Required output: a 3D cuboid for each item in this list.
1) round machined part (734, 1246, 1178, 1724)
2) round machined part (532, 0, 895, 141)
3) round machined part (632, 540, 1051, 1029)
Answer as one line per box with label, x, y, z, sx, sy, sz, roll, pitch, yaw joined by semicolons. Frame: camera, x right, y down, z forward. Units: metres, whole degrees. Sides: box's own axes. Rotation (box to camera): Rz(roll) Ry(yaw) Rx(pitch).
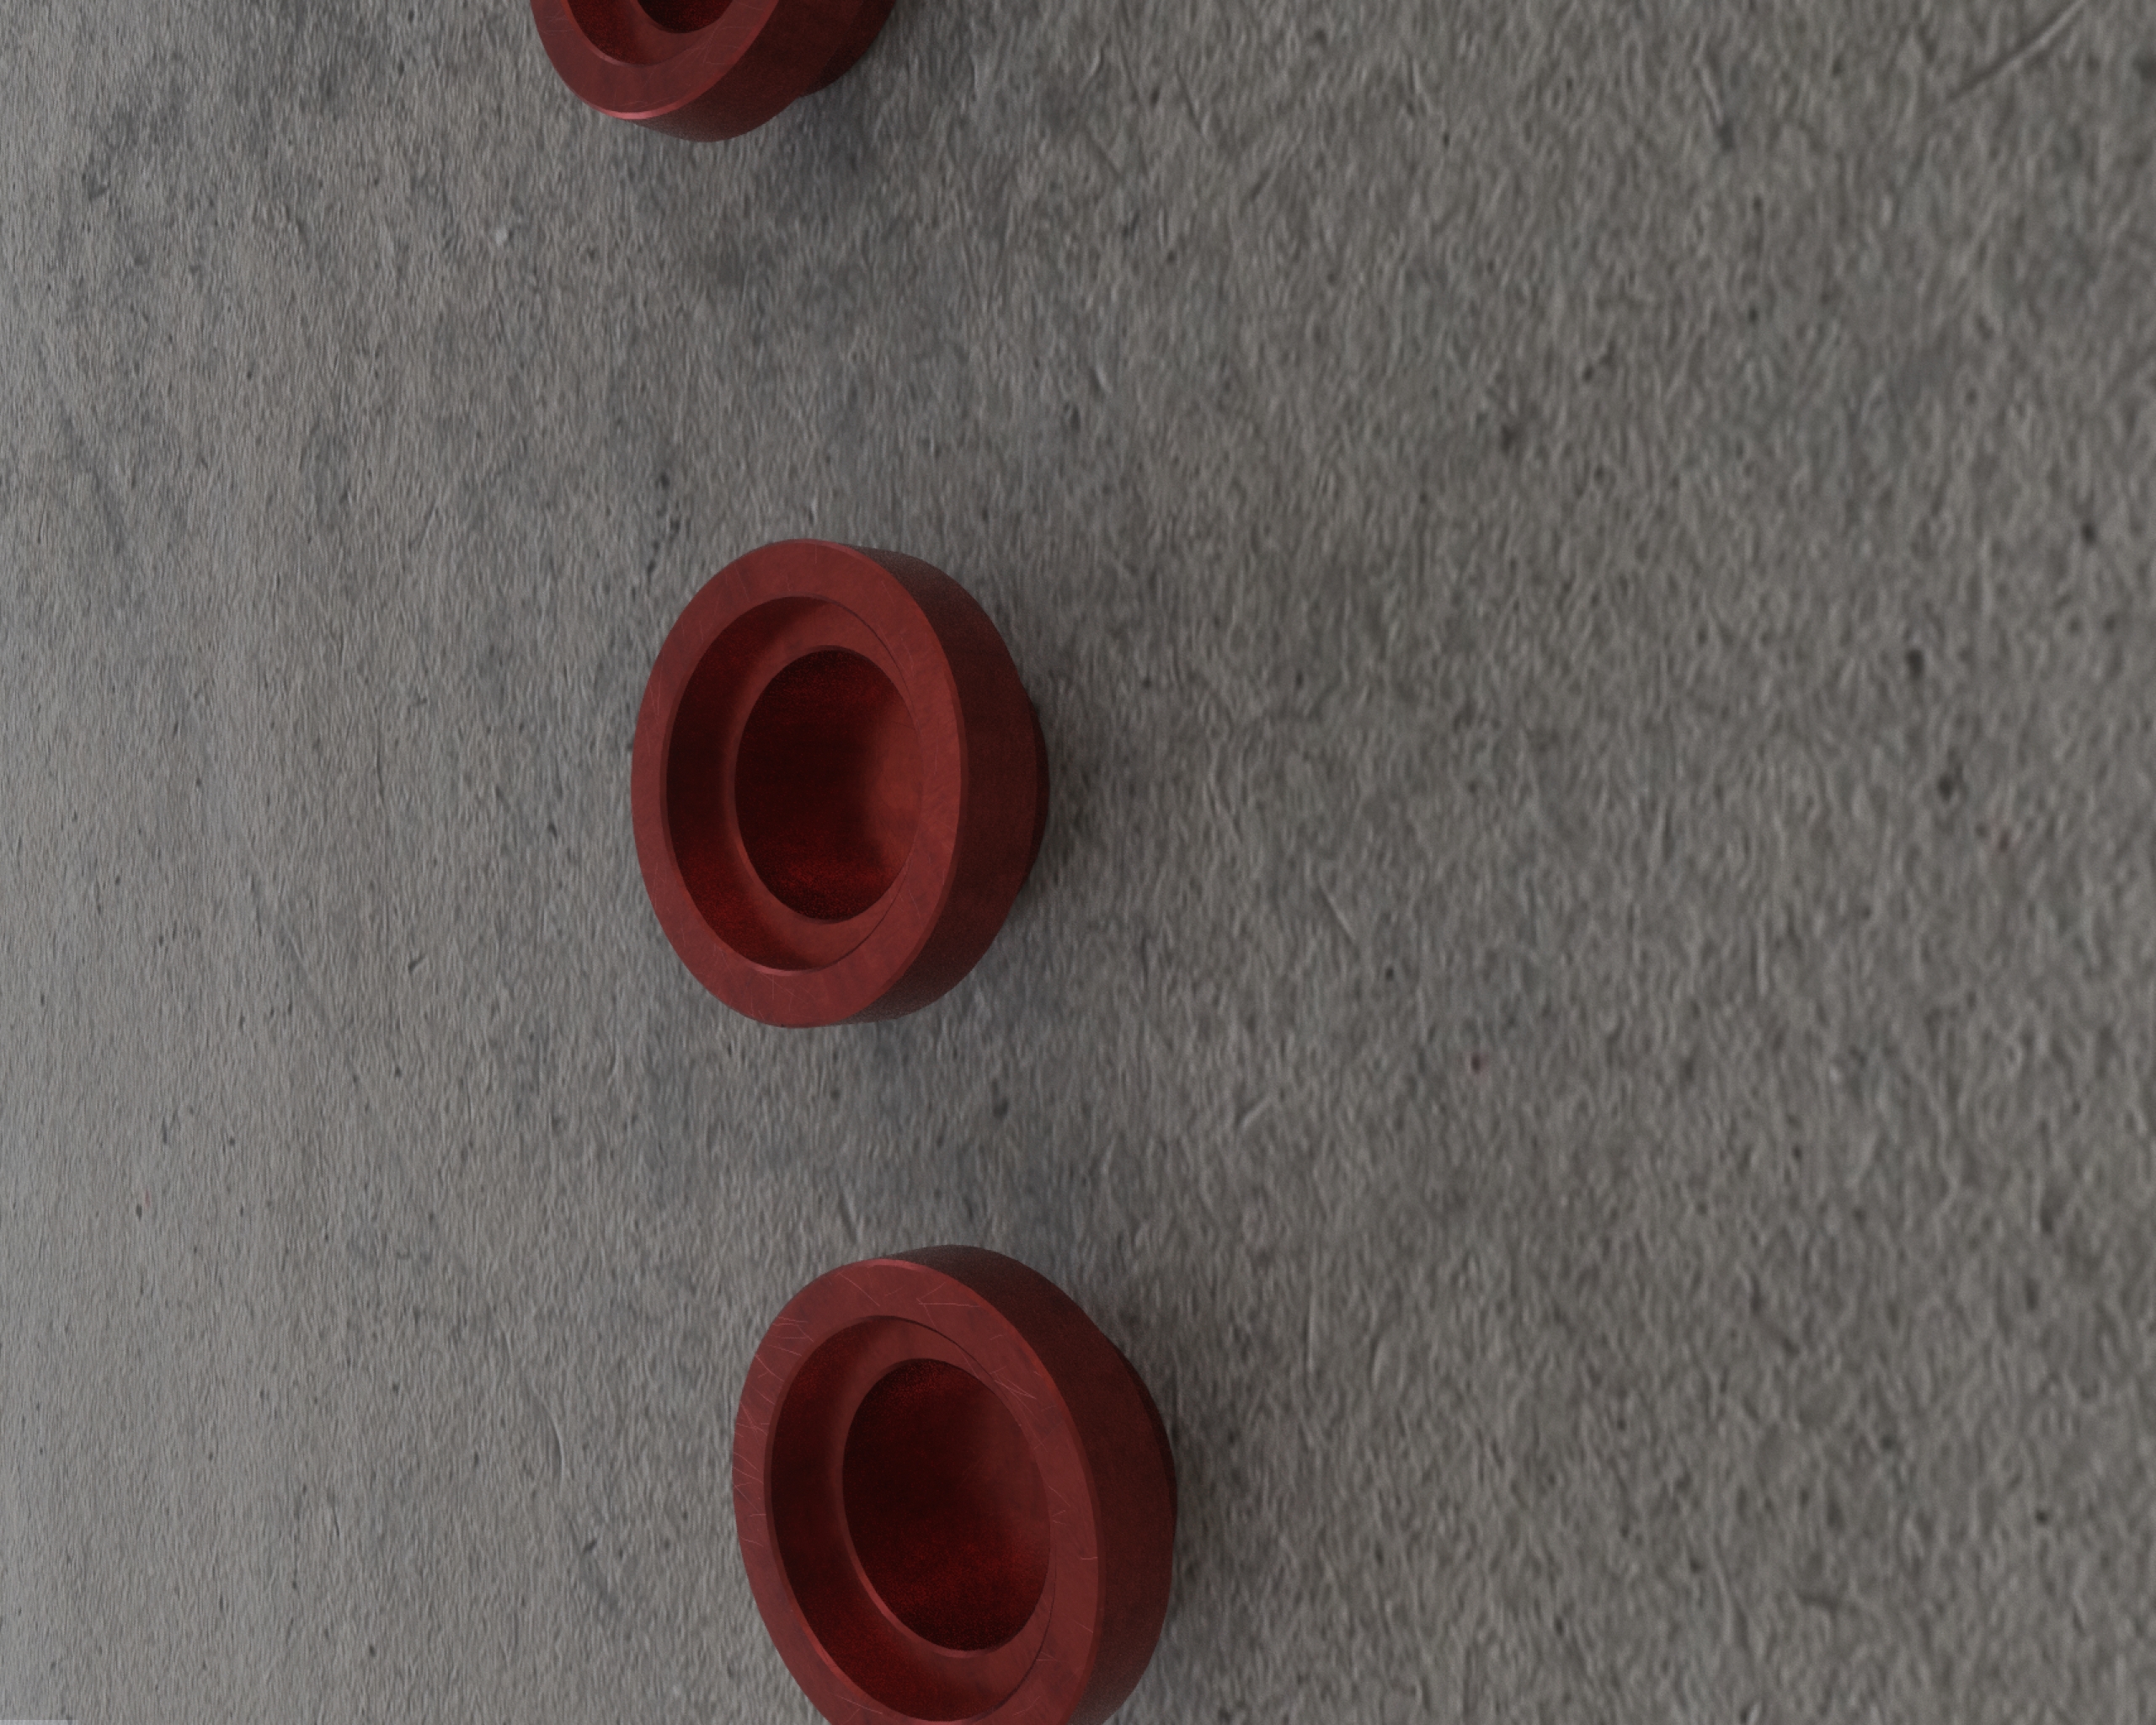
round machined part;-0.020;0.124;0.410;0.098;0.042;0.097;0;90;40
round machined part;-0.074;-0.207;0.455;0.098;0.042;0.097;0;90;40
round machined part;-0.045;-0.016;0.431;0.098;0.042;0.097;0;90;40
